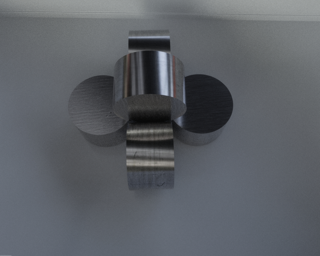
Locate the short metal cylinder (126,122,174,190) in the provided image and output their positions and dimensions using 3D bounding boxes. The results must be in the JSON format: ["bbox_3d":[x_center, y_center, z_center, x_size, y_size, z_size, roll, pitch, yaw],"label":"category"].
[{"bbox_3d":[-0.011,0.033,0.366,0.050,0.080,0.080,-2,70,-1],"label":"short metal cylinder"}]

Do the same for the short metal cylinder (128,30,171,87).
[{"bbox_3d":[-0.013,-0.088,0.410,0.050,0.080,0.080,-2,70,-1],"label":"short metal cylinder"}]

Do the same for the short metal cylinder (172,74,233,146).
[{"bbox_3d":[0.049,-0.022,0.402,0.081,0.050,0.080,0,70,0],"label":"short metal cylinder"}]

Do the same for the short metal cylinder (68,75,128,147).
[{"bbox_3d":[-0.072,-0.021,0.401,0.081,0.050,0.080,0,70,0],"label":"short metal cylinder"}]

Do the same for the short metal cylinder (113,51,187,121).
[{"bbox_3d":[-0.012,-0.043,0.347,0.081,0.080,0.050,-1,70,-1],"label":"short metal cylinder"}]
